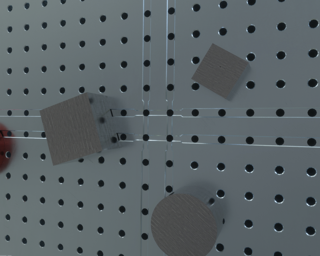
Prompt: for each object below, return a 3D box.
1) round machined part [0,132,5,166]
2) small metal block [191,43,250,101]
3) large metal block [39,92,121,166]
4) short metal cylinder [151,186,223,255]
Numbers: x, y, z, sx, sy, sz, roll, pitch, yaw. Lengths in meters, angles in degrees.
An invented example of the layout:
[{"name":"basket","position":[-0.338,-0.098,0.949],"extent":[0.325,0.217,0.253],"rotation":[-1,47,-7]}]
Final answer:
[{"name":"round machined part","position":[-0.312,0.036,0.514],"extent":[0.098,0.042,0.097],"rotation":[0,90,20]},{"name":"small metal block","position":[0.076,-0.069,0.386],"extent":[0.050,0.025,0.050],"rotation":[34,101,16]},{"name":"large metal block","position":[-0.113,0.002,0.439],"extent":[0.080,0.050,0.080],"rotation":[-18,84,19]},{"name":"short metal cylinder","position":[0.035,0.117,0.387],"extent":[0.080,0.050,0.079],"rotation":[0,90,20]}]
